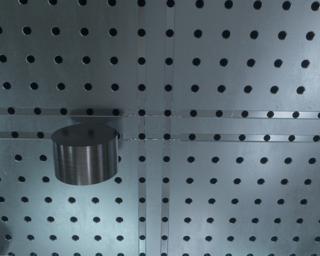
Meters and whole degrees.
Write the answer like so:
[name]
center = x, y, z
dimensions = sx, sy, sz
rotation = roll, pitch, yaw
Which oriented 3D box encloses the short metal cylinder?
[short metal cylinder]
center = -0.094, 0.031, 0.394
dimensions = 0.081, 0.080, 0.050
rotation = 1, 110, -1
